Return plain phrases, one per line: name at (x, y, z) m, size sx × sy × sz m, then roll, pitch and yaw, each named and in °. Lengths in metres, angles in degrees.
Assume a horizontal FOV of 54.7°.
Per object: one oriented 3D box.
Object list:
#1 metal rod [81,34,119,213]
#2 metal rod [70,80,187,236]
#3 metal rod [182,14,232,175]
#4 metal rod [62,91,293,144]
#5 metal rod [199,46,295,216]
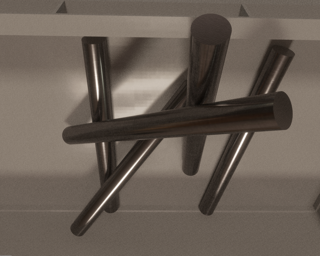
metal rod at (-0.076, 0.019, 0.424) m, size 0.025 × 0.025 × 0.298 m, roll 1°, pitch 130°, yaw -2°
metal rod at (-0.046, 0.056, 0.431) m, size 0.025 × 0.025 × 0.299 m, roll 28°, pitch 117°, yaw -22°
metal rod at (0.039, -0.001, 0.327) m, size 0.025 × 0.025 × 0.299 m, roll -3°, pitch 156°, yaw 2°
metal rod at (-0.021, -0.001, 0.308) m, size 0.299 × 0.025 × 0.025 m, roll -6°, pitch 139°, yaw 48°
metal rod at (0.107, 0.027, 0.433) m, size 0.025 × 0.025 × 0.298 m, roll 8°, pitch 130°, yaw -7°
